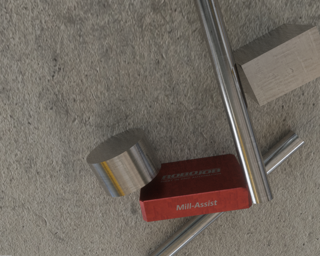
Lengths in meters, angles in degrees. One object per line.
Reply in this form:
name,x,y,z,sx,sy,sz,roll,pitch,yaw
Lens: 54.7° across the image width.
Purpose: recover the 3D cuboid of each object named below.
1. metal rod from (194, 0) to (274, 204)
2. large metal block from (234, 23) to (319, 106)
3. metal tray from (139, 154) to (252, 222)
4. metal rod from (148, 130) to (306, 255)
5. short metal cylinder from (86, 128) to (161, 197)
metal rod,0.071,-0.065,0.337,0.025,0.025,0.298,-16,91,5
large metal block,0.130,-0.075,0.355,0.080,0.080,0.050,-28,108,9
metal tray,0.042,0.074,0.403,0.131,0.090,0.030,-8,110,2
metal rod,0.085,0.115,0.453,0.025,0.025,0.299,41,105,-14
short metal cylinder,-0.045,0.042,0.396,0.080,0.080,0.050,-23,109,8
